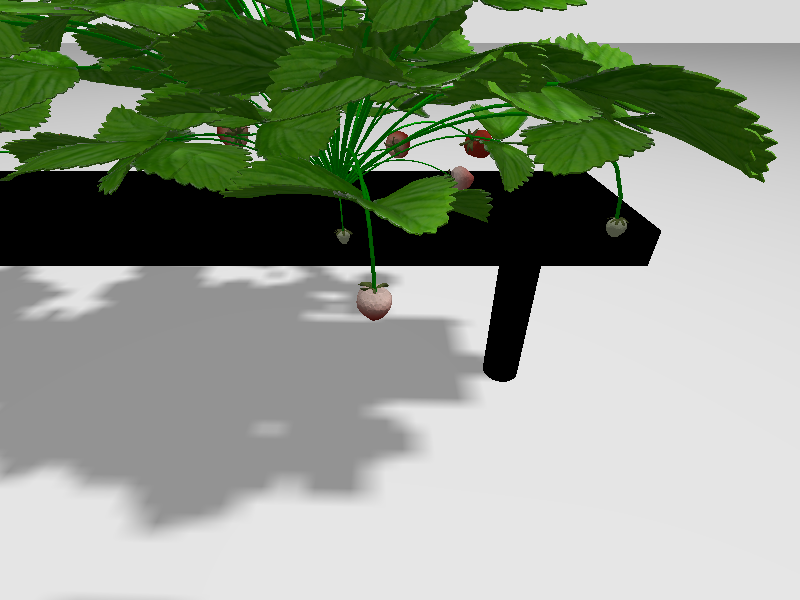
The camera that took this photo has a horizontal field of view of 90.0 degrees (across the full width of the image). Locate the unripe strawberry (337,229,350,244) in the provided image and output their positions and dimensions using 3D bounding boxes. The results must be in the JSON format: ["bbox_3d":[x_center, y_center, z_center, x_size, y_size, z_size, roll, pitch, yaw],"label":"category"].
[{"bbox_3d":[-0.038,-0.042,0.267,0.009,0.010,0.010,-5,35,-8],"label":"unripe strawberry"}]

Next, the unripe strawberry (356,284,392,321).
[{"bbox_3d":[-0.013,0.002,0.201,0.018,0.019,0.019,-7,35,-11],"label":"unripe strawberry"}]

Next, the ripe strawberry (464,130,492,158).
[{"bbox_3d":[0.090,-0.173,0.446,0.034,0.029,0.034,1,26,-44],"label":"ripe strawberry"}]

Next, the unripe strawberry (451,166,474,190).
[{"bbox_3d":[0.056,-0.110,0.363,0.021,0.021,0.020,3,34,-9],"label":"unripe strawberry"}]

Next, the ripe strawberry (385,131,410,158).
[{"bbox_3d":[-0.001,-0.177,0.455,0.028,0.029,0.030,14,36,19],"label":"ripe strawberry"}]

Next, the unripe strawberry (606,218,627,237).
[{"bbox_3d":[0.131,-0.044,0.244,0.011,0.011,0.011,21,39,27],"label":"unripe strawberry"}]

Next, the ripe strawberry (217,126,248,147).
[{"bbox_3d":[-0.206,-0.205,0.488,0.036,0.038,0.039,-27,42,-33],"label":"ripe strawberry"}]
